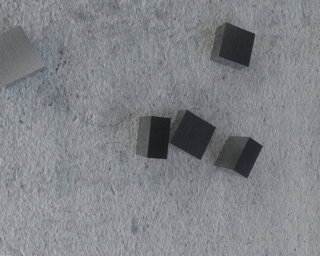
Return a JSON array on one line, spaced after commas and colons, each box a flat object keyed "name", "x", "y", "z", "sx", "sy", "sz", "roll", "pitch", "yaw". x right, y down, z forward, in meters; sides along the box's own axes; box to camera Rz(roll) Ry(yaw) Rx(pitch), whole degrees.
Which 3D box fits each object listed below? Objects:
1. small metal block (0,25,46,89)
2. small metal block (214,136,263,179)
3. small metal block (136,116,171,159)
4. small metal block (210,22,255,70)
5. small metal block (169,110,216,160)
[{"name": "small metal block", "x": -0.165, "y": -0.079, "z": 0.348, "sx": 0.050, "sy": 0.025, "sz": 0.050, "roll": -32, "pitch": 101, "yaw": -17}, {"name": "small metal block", "x": 0.109, "y": 0.040, "z": 0.436, "sx": 0.025, "sy": 0.050, "sz": 0.050, "roll": 32, "pitch": 80, "yaw": -17}, {"name": "small metal block", "x": -0.009, "y": 0.011, "z": 0.392, "sx": 0.025, "sy": 0.050, "sz": 0.050, "roll": 7, "pitch": 88, "yaw": -20}, {"name": "small metal block", "x": 0.105, "y": -0.117, "z": 0.447, "sx": 0.050, "sy": 0.025, "sz": 0.050, "roll": 14, "pitch": 85, "yaw": -20}, {"name": "small metal block", "x": 0.041, "y": 0.009, "z": 0.424, "sx": 0.050, "sy": 0.025, "sz": 0.050, "roll": 30, "pitch": 80, "yaw": -18}]
